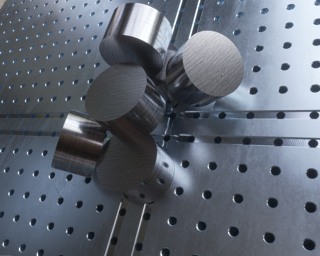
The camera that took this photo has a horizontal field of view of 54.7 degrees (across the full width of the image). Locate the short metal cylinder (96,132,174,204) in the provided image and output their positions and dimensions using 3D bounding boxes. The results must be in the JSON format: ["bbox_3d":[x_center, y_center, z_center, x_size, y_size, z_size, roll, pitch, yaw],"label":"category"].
[{"bbox_3d":[-0.029,0.047,0.378,0.080,0.050,0.080,-13,57,21],"label":"short metal cylinder"}]

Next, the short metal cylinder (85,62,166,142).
[{"bbox_3d":[-0.040,-0.031,0.367,0.080,0.050,0.080,-13,56,21],"label":"short metal cylinder"}]

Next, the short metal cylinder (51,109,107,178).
[{"bbox_3d":[-0.104,0.021,0.408,0.050,0.080,0.080,18,64,-12],"label":"short metal cylinder"}]

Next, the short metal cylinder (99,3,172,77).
[{"bbox_3d":[-0.029,-0.107,0.388,0.080,0.080,0.050,0,62,28],"label":"short metal cylinder"}]

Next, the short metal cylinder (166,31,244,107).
[{"bbox_3d":[0.054,-0.070,0.379,0.080,0.080,0.050,-66,15,-19],"label":"short metal cylinder"}]

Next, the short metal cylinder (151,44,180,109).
[{"bbox_3d":[-0.001,-0.073,0.437,0.080,0.050,0.080,-13,57,21],"label":"short metal cylinder"}]
